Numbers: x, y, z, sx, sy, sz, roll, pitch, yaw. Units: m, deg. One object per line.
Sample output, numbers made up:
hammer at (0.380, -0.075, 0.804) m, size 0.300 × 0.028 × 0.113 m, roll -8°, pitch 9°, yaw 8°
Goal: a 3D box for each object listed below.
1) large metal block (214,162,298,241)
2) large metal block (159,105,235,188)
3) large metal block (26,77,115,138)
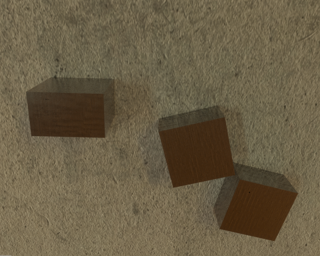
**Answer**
large metal block at (0.130, 0.103, 0.435) m, size 0.080 × 0.050 × 0.079 m, roll 14°, pitch 110°, yaw -6°
large metal block at (0.047, 0.023, 0.405) m, size 0.080 × 0.050 × 0.080 m, roll -13°, pitch 110°, yaw 4°
large metal block at (-0.100, -0.027, 0.369) m, size 0.081 × 0.080 × 0.050 m, roll 1°, pitch 110°, yaw -1°
